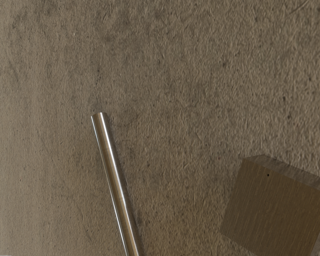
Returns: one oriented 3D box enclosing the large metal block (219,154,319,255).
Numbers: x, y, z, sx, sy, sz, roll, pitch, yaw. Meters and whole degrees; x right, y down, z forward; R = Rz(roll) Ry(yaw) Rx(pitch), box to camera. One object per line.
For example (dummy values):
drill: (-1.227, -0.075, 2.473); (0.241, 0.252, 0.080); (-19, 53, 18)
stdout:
large metal block: (0.114, 0.079, 0.295); (0.080, 0.050, 0.079); (24, 105, 37)

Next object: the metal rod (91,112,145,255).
metal rod: (-0.052, 0.119, 0.448); (0.025, 0.025, 0.299); (-27, 73, 37)
